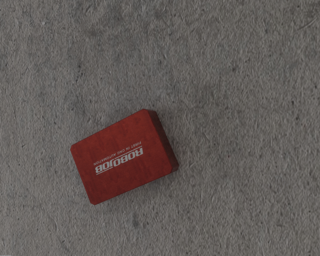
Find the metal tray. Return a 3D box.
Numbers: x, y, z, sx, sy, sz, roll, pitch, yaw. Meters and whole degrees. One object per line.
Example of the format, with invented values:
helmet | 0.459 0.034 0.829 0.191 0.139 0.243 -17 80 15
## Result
metal tray | -0.051 0.040 0.425 0.130 0.030 0.090 -26 82 18
